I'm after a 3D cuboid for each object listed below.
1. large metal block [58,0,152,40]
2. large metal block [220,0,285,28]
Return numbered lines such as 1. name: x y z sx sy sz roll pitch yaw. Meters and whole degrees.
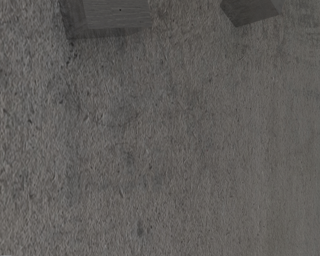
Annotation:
1. large metal block: -0.062 -0.144 0.336 0.081 0.050 0.079 -18 101 -39
2. large metal block: 0.155 -0.218 0.498 0.050 0.080 0.080 39 66 -33
